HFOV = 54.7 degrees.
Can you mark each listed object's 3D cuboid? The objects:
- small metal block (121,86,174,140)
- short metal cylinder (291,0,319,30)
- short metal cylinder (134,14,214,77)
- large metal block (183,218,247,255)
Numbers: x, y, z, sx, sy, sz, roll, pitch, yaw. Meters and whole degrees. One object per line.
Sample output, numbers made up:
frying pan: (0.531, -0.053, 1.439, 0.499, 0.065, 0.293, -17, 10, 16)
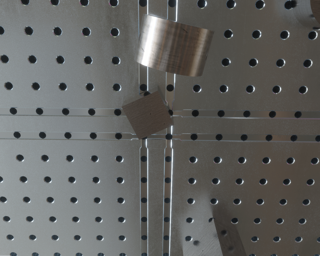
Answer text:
small metal block: (-0.015, -0.020, 0.406, 0.050, 0.025, 0.050, -23, 109, 8)
short metal cylinder: (0.197, -0.150, 0.347, 0.081, 0.050, 0.079, 0, 110, 0)
short metal cylinder: (0.015, -0.094, 0.350, 0.081, 0.080, 0.050, 12, 110, -5)
large metal block: (0.081, 0.197, 0.457, 0.050, 0.080, 0.080, 32, 107, -11)
